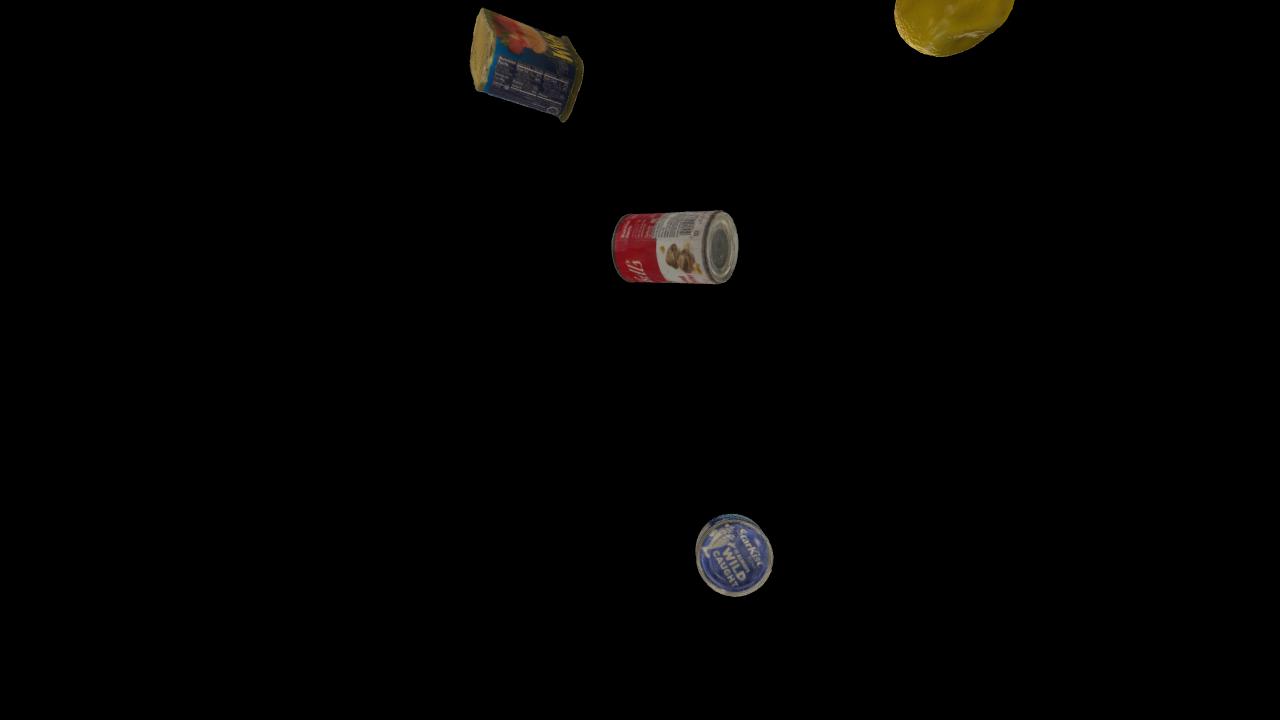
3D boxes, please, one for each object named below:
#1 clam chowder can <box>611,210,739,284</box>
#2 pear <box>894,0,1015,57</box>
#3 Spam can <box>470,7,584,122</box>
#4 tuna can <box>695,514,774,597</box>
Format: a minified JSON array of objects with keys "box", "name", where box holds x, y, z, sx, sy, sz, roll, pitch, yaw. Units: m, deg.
[{"box":[0.033,-0.106,0.582,0.102,0.068,0.068,6,3,33],"name":"clam chowder can"},{"box":[0.219,-0.281,0.441,0.080,0.111,0.080,-12,-3,-1],"name":"pear"},{"box":[-0.108,-0.274,0.569,0.085,0.058,0.101,7,39,-28],"name":"Spam can"},{"box":[0.104,0.215,0.684,0.084,0.084,0.034,0,0,2],"name":"tuna can"}]
